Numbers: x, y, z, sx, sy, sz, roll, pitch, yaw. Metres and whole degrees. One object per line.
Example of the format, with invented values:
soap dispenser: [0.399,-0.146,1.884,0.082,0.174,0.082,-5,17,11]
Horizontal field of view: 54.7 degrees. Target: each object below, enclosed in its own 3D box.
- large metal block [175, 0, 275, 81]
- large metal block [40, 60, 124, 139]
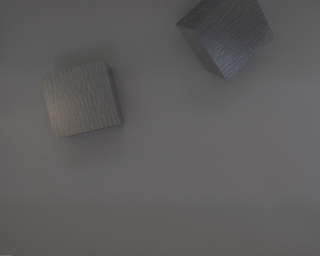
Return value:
large metal block: [0.080,-0.120,0.382,0.080,0.050,0.080,-42,122,0]
large metal block: [-0.097,-0.035,0.398,0.080,0.050,0.080,-13,90,0]
